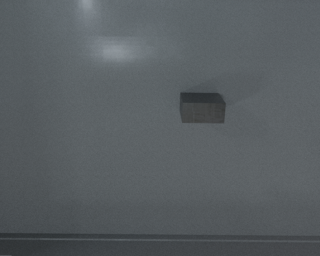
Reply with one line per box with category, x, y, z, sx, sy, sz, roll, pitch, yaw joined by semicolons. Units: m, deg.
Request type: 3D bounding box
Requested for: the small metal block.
small metal block;0.052;-0.026;0.389;0.050;0.050;0.025;1;110;0
